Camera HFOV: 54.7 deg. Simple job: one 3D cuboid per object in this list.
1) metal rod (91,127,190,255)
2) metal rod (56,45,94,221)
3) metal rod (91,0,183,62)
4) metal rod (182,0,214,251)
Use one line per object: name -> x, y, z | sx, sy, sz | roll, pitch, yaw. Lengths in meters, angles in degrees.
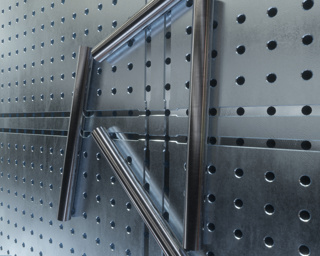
metal rod -> -0.015, 0.113, 0.419 | 0.300, 0.025, 0.025 | 52, 120, 27
metal rod -> -0.144, 0.014, 0.524 | 0.025, 0.025, 0.298 | 17, 100, 38
metal rod -> 0.011, -0.166, 0.398 | 0.299, 0.025, 0.025 | -25, 74, 36
metal rod -> 0.046, -0.006, 0.370 | 0.025, 0.025, 0.298 | 4, 92, 39
